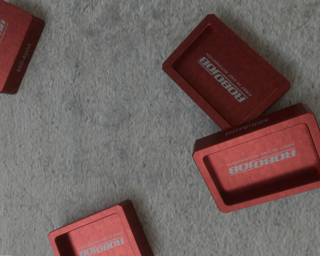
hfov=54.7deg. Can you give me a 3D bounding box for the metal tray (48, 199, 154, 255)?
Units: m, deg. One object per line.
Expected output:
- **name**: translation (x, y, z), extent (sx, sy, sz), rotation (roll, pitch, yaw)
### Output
- **metal tray**: translation (-0.085, 0.166, 0.434), extent (0.130, 0.030, 0.090), rotation (-26, 82, 17)

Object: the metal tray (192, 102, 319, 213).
- **metal tray**: translation (0.113, 0.037, 0.347), extent (0.130, 0.030, 0.090), rotation (-21, 109, 18)

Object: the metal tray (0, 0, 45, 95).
- **metal tray**: translation (-0.248, -0.130, 0.492), extent (0.090, 0.030, 0.129), rotation (30, 99, 17)

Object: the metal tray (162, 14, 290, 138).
- **metal tray**: translation (0.078, -0.062, 0.378), extent (0.090, 0.030, 0.130), rotation (-46, 76, 14)
